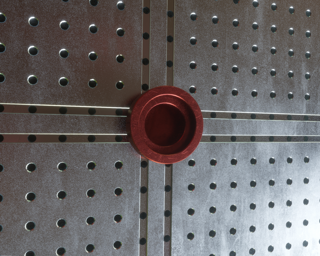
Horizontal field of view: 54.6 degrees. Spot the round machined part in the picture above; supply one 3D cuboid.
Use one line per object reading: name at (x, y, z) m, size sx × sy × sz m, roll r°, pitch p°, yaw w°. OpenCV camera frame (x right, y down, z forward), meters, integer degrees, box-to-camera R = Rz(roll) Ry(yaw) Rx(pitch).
round machined part at (0.003, -0.004, 0.404) m, size 0.099 × 0.042 × 0.097 m, roll 0°, pitch 90°, yaw -20°
